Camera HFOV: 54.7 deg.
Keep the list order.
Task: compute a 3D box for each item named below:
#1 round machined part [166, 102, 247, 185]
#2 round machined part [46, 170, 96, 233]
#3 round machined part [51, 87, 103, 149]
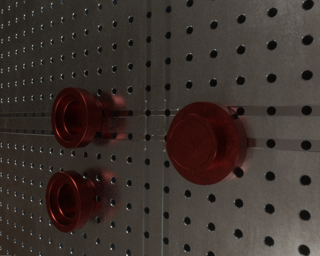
[{"bbox_3d":[0.046,0.018,0.359,0.098,0.042,0.097,0,90,39],"label":"round machined part"},{"bbox_3d":[-0.145,0.119,0.515,0.098,0.042,0.097,0,90,39],"label":"round machined part"},{"bbox_3d":[-0.131,-0.016,0.504,0.098,0.042,0.097,0,90,39],"label":"round machined part"}]
